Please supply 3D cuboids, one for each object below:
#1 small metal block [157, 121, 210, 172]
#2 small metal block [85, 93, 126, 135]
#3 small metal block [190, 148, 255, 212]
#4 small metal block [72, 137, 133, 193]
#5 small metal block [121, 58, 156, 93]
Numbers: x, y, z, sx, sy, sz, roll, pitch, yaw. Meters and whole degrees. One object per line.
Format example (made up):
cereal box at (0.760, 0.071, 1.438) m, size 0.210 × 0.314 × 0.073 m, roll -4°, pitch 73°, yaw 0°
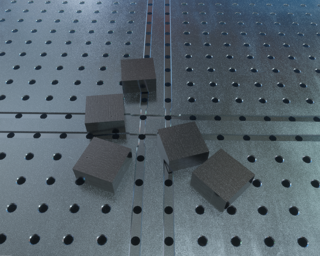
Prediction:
small metal block at (0.028, 0.023, 0.389) m, size 0.050 × 0.025 × 0.050 m, roll -12°, pitch 51°, yaw -11°
small metal block at (-0.074, -0.019, 0.423) m, size 0.050 × 0.025 × 0.050 m, roll -5°, pitch 50°, yaw -5°
small metal block at (0.072, 0.059, 0.359) m, size 0.050 × 0.025 × 0.050 m, roll -35°, pitch 59°, yaw -26°
small metal block at (-0.067, 0.043, 0.370) m, size 0.050 × 0.025 × 0.050 m, roll 17°, pitch 52°, yaw 13°
small metal block at (-0.033, -0.081, 0.475) m, size 0.050 × 0.025 × 0.050 m, roll -5°, pitch 50°, yaw -4°
